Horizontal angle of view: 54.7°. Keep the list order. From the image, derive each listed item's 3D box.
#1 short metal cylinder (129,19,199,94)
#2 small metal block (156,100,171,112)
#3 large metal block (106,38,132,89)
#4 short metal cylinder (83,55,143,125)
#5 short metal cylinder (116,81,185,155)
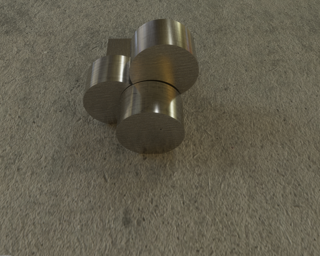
[{"bbox_3d":[0.004,-0.082,0.374,0.081,0.080,0.050,-2,50,-2],"label":"short metal cylinder"},{"bbox_3d":[0.008,-0.039,0.424,0.025,0.050,0.050,1,50,1],"label":"small metal block"},{"bbox_3d":[-0.037,-0.090,0.465,0.081,0.050,0.080,-1,50,-1],"label":"large metal block"},{"bbox_3d":[-0.058,-0.049,0.411,0.081,0.080,0.050,-2,50,-2],"label":"short metal cylinder"},{"bbox_3d":[-0.011,-0.011,0.379,0.081,0.080,0.050,0,50,0],"label":"short metal cylinder"}]
